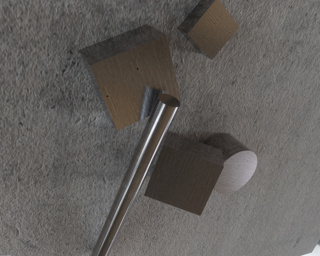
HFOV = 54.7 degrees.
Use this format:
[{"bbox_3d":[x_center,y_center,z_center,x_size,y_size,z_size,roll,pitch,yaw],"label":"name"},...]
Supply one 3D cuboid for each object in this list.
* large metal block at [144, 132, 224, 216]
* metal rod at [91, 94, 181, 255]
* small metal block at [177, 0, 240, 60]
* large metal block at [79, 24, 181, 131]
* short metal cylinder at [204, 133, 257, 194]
[{"bbox_3d":[0.032,0.061,0.423,0.080,0.050,0.079,20,112,0],"label":"large metal block"},{"bbox_3d":[-0.043,0.086,0.402,0.025,0.025,0.298,3,128,-30],"label":"metal rod"},{"bbox_3d":[0.058,-0.118,0.365,0.050,0.025,0.050,35,99,-39],"label":"small metal block"},{"bbox_3d":[-0.031,-0.056,0.339,0.080,0.050,0.080,-26,128,-13],"label":"large metal block"},{"bbox_3d":[0.101,0.055,0.478,0.081,0.050,0.079,-16,126,-23],"label":"short metal cylinder"}]
